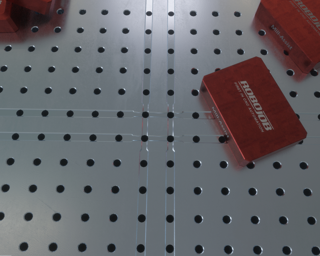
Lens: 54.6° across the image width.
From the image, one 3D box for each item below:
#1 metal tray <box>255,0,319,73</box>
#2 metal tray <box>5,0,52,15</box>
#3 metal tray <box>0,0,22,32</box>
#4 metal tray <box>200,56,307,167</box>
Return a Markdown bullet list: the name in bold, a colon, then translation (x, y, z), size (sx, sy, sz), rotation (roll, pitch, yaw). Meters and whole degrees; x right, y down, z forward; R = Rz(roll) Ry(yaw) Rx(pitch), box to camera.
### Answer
- **metal tray**: translation (0.220, -0.156, 0.467), size (0.090, 0.030, 0.130), rotation (-28, 73, -10)
- **metal tray**: translation (-0.202, -0.247, 0.474), size (0.091, 0.030, 0.130), rotation (15, 65, -24)
- **metal tray**: translation (-0.285, -0.193, 0.478), size (0.131, 0.030, 0.090), rotation (-2, 70, -1)
- **metal tray**: translation (0.122, -0.025, 0.419), size (0.090, 0.030, 0.130), rotation (-22, 71, -8)
